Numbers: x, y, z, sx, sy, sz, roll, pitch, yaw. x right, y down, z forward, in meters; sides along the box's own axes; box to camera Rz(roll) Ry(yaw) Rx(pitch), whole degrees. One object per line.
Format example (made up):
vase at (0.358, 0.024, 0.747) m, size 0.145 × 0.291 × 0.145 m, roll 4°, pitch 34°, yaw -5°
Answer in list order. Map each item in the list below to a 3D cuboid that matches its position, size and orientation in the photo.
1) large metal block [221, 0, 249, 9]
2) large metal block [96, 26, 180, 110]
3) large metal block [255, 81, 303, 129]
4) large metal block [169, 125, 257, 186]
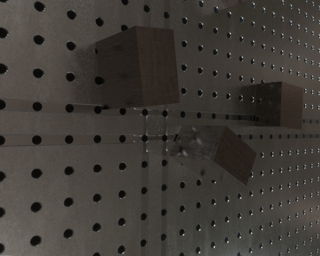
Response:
large metal block at (0.126, -0.257, 0.501) m, size 0.080 × 0.050 × 0.080 m, roll -52°, pitch 121°, yaw -27°
large metal block at (-0.027, -0.064, 0.352) m, size 0.050 × 0.080 × 0.079 m, roll -10°, pitch 96°, yaw -40°
large metal block at (0.226, -0.040, 0.586) m, size 0.081 × 0.050 × 0.080 m, roll 5°, pitch 87°, yaw -40°
large metal block at (0.075, 0.038, 0.439) m, size 0.080 × 0.080 × 0.050 m, roll 37°, pitch 67°, yaw -34°
